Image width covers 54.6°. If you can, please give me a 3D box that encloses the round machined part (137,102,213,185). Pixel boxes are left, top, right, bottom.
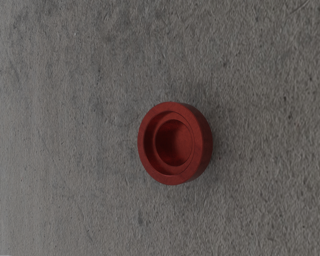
[{"bbox_3d":[0.022,0.018,0.377,0.098,0.042,0.097,0,90,40],"label":"round machined part"}]
